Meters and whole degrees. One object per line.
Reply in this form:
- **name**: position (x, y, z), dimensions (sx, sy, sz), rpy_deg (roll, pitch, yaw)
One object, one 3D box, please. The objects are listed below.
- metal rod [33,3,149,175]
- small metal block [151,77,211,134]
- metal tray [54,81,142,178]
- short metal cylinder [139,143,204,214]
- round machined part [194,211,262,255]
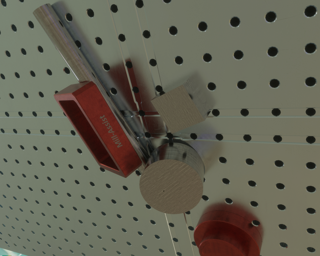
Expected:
- **metal rod**: position (-0.074, -0.029, 0.430), dimensions (0.025, 0.025, 0.299), rpy_deg (-22, 107, 36)
- **small metal block**: position (0.026, -0.027, 0.380), dimensions (0.050, 0.025, 0.050), rpy_deg (-24, 106, 36)
- **metal tray**: position (-0.085, 0.002, 0.423), dimensions (0.090, 0.030, 0.130), rpy_deg (6, 130, 56)
- **short metal cylinder**: position (0.018, 0.066, 0.411), dimensions (0.080, 0.050, 0.079), rpy_deg (3, 112, 8)
- **round machined part**: position (0.096, 0.174, 0.456), dimensions (0.098, 0.042, 0.097), rpy_deg (13, 124, 20)
